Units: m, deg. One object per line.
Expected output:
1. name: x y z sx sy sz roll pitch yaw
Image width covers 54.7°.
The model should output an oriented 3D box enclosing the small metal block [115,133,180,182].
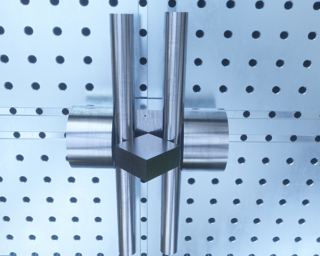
1. small metal block: -0.014 0.030 0.340 0.050 0.050 0.025 19 117 40

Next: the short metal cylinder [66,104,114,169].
1. short metal cylinder: -0.080 0.010 0.383 0.050 0.080 0.079 1 110 -1

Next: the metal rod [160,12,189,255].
1. metal rod: 0.014 0.022 0.365 0.025 0.025 0.298 1 110 -1

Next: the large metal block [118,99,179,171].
1. large metal block: -0.014 0.008 0.399 0.081 0.050 0.079 1 110 -1

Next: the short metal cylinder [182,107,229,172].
1. short metal cylinder: 0.052 0.014 0.385 0.050 0.080 0.079 1 110 0

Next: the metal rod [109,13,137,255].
1. metal rod: -0.041 0.024 0.365 0.025 0.025 0.298 1 110 -1
